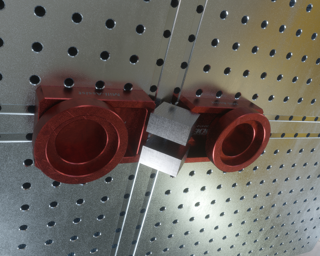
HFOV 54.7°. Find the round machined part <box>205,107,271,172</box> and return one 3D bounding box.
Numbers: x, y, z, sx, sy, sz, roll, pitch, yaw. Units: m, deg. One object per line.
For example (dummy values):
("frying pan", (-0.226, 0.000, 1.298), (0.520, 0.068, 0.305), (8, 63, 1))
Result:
("round machined part", (0.108, 0.013, 0.450), (0.099, 0.042, 0.097), (-14, 124, -21))

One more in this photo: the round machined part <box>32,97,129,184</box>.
("round machined part", (-0.088, 0.010, 0.342), (0.099, 0.042, 0.097), (-14, 124, -21))

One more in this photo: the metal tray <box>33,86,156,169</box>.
("metal tray", (-0.078, 0.000, 0.367), (0.131, 0.030, 0.089), (-1, 121, -28))

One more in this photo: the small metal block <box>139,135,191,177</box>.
("small metal block", (0.007, 0.032, 0.400), (0.050, 0.050, 0.025), (20, 115, 11))

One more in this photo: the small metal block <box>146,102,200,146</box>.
("small metal block", (0.017, -0.007, 0.382), (0.050, 0.050, 0.025), (20, 115, 11))

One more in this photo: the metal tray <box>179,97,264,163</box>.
("metal tray", (0.081, 0.004, 0.455), (0.131, 0.030, 0.089), (0, 118, -29))
